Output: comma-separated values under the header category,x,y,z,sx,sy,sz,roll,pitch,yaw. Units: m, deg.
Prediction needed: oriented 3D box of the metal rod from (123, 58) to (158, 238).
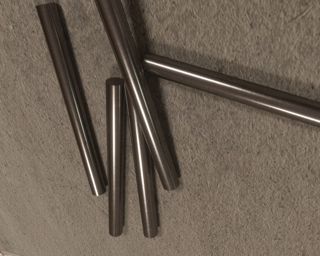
category,x,y,z,sx,sy,sz,roll,pitch,yaw
metal rod,-0.025,0.047,0.447,0.025,0.025,0.298,10,123,23

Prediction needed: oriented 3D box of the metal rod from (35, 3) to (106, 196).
category,x,y,z,sx,sy,sz,roll,pitch,yaw
metal rod,-0.122,-0.023,0.454,0.025,0.025,0.298,6,121,25

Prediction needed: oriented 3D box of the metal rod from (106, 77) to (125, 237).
category,x,y,z,sx,sy,sz,roll,pitch,yaw
metal rod,-0.069,0.064,0.480,0.025,0.025,0.298,17,125,18

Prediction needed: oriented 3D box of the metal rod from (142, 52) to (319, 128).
category,x,y,z,sx,sy,sz,roll,pitch,yaw
metal rod,0.120,-0.028,0.325,0.301,0.025,0.025,20,126,16

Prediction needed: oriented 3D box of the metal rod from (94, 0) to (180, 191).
category,x,y,z,sx,sy,sz,roll,pitch,yaw
metal rod,-0.023,-0.039,0.369,0.025,0.025,0.298,1,126,27
